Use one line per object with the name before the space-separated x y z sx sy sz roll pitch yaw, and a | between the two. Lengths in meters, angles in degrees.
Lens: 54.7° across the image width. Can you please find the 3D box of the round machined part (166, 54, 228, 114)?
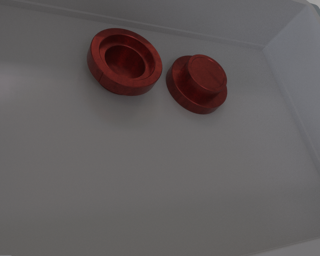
round machined part | 0.062 -0.073 0.473 0.099 0.042 0.098 14 56 -21

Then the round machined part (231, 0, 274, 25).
round machined part | 0.209 -0.278 0.679 0.099 0.042 0.098 13 56 -21

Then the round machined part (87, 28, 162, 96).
round machined part | -0.050 -0.083 0.418 0.099 0.042 0.098 14 56 -21
